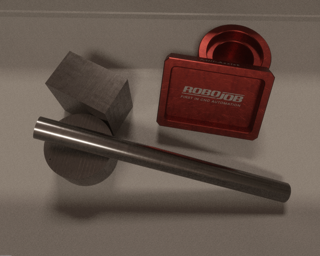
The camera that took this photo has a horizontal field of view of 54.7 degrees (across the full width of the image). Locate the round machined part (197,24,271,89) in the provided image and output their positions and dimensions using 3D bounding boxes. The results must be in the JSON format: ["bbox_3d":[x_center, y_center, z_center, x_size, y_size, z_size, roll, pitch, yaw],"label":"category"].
[{"bbox_3d":[0.101,-0.093,0.436,0.099,0.042,0.098,0,70,-1],"label":"round machined part"}]

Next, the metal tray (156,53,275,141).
[{"bbox_3d":[0.066,-0.039,0.393,0.131,0.030,0.089,9,115,3],"label":"metal tray"}]

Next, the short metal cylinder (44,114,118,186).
[{"bbox_3d":[-0.095,0.028,0.385,0.081,0.050,0.080,0,70,0],"label":"short metal cylinder"}]

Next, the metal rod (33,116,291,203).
[{"bbox_3d":[0.011,0.040,0.359,0.302,0.025,0.025,16,70,-9],"label":"metal rod"}]

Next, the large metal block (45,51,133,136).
[{"bbox_3d":[-0.085,-0.041,0.394,0.080,0.080,0.050,27,72,9],"label":"large metal block"}]
